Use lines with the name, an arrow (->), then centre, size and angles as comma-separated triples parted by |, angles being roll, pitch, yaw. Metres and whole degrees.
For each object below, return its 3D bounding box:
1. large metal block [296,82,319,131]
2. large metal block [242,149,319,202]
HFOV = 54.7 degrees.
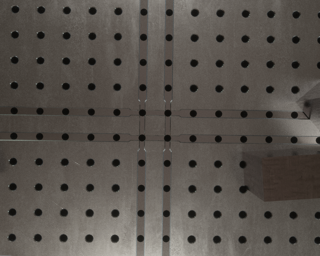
large metal block -> 0.233, -0.021, 0.389 | 0.050, 0.080, 0.080 | -40, 91, 0
large metal block -> 0.156, 0.055, 0.388 | 0.081, 0.080, 0.050 | -3, 90, -1
